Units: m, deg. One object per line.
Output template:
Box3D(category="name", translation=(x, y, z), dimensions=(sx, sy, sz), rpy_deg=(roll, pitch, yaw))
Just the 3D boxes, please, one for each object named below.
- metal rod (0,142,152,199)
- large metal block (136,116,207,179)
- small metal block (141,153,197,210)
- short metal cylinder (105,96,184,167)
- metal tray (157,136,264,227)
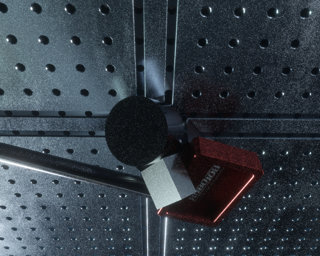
Box3D(category="metal rod", translation=(-0.142, 0.049, 0.413), dimensions=(0.302, 0.025, 0.025), rpy_deg=(13, 130, 3))
Box3D(category="large metal block", translation=(0.025, 0.042, 0.430), dimensions=(0.080, 0.050, 0.080), rpy_deg=(-28, 125, 21))
Box3D(category="small metal block", translation=(0.009, 0.064, 0.371), dimensions=(0.025, 0.050, 0.050), rpy_deg=(-15, 164, -41))
Box3D(category="short metal cylinder", translation=(-0.018, 0.004, 0.371), dimensions=(0.080, 0.080, 0.050), rpy_deg=(-28, 168, 21))
Box3D(category="metal tray", translation=(0.060, 0.076, 0.404), dimensions=(0.091, 0.030, 0.129), rpy_deg=(16, 128, -14))
